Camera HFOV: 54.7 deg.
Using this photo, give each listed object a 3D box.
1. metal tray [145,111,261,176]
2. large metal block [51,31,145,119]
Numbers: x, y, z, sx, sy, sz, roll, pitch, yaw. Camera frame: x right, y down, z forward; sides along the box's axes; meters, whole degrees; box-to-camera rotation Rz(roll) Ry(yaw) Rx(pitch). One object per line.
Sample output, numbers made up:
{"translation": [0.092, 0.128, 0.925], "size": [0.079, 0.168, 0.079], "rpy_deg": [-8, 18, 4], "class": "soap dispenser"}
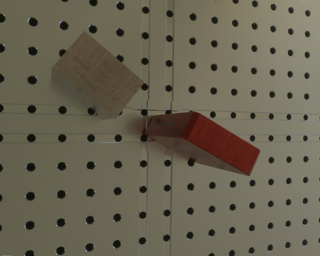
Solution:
{"translation": [0.044, 0.017, 0.373], "size": [0.090, 0.130, 0.030], "rpy_deg": [29, 81, -18], "class": "metal tray"}
{"translation": [-0.075, -0.054, 0.356], "size": [0.080, 0.080, 0.050], "rpy_deg": [40, 78, -16], "class": "large metal block"}
